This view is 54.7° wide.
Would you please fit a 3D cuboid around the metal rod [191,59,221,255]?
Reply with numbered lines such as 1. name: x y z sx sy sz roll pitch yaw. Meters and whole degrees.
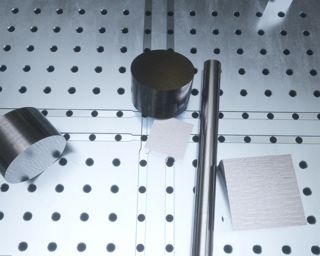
1. metal rod: 0.060 0.048 0.394 0.025 0.025 0.299 6 70 2

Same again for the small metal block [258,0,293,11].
1. small metal block: 0.185 -0.215 0.478 0.050 0.050 0.025 -20 72 -7

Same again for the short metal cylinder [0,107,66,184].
1. short metal cylinder: -0.163 0.021 0.374 0.080 0.080 0.050 -42 76 -14

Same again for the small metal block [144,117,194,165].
1. small metal block: 0.012 0.014 0.406 0.050 0.025 0.050 18 71 6

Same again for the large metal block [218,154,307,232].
1. large metal block: 0.116 0.079 0.370 0.081 0.050 0.080 -4 70 -2

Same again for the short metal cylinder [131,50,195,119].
1. short metal cylinder: 0.002 -0.058 0.406 0.081 0.050 0.080 2 49 -2
